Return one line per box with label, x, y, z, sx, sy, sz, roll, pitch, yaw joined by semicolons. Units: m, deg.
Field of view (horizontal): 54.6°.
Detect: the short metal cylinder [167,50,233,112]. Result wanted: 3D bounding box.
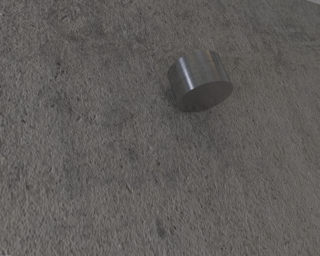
short metal cylinder;0.056;-0.064;0.437;0.081;0.080;0.050;-4;64;-30
